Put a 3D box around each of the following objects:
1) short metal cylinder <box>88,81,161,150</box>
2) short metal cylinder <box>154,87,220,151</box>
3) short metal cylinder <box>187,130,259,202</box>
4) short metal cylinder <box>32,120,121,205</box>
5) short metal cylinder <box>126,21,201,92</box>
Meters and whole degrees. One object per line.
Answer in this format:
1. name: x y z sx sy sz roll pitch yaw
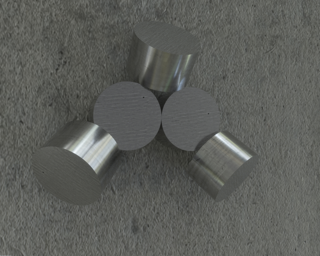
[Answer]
1. short metal cylinder: -0.045 -0.014 0.380 0.081 0.050 0.080 0 90 -20
2. short metal cylinder: 0.031 -0.011 0.408 0.081 0.050 0.080 0 90 -20
3. short metal cylinder: 0.082 0.050 0.405 0.080 0.080 0.050 -39 61 -16
4. short metal cylinder: -0.090 0.038 0.341 0.080 0.080 0.050 48 35 -14
5. short metal cylinder: 0.003 -0.088 0.376 0.081 0.080 0.050 2 132 -20
